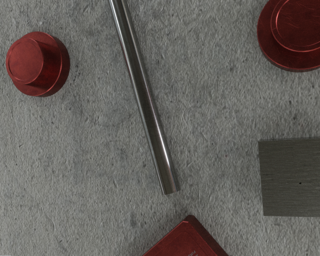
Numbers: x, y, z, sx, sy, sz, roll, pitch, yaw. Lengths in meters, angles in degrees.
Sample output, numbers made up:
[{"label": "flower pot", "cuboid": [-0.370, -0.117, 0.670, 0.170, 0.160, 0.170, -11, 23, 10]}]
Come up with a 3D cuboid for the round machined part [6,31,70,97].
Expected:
[{"label": "round machined part", "cuboid": [-0.189, -0.097, 0.465, 0.098, 0.042, 0.097, 0, 90, 19]}]

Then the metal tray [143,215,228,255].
[{"label": "metal tray", "cuboid": [0.021, 0.188, 0.398, 0.130, 0.030, 0.090, -45, 77, 14]}]

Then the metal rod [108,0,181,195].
[{"label": "metal rod", "cuboid": [-0.026, -0.059, 0.417, 0.025, 0.025, 0.298, -18, 84, 19]}]

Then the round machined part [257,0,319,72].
[{"label": "round machined part", "cuboid": [0.159, -0.114, 0.344, 0.098, 0.042, 0.097, 0, 90, 19]}]

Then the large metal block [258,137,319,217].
[{"label": "large metal block", "cuboid": [0.154, 0.051, 0.341, 0.080, 0.050, 0.079, -4, 89, 19]}]
